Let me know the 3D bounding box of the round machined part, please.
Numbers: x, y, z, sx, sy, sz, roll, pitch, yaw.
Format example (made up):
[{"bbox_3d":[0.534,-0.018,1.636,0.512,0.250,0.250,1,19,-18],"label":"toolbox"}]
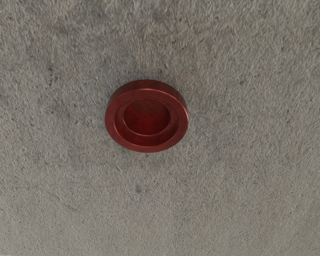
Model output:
[{"bbox_3d":[-0.015,-0.018,0.380,0.099,0.042,0.097,0,130,0],"label":"round machined part"}]
